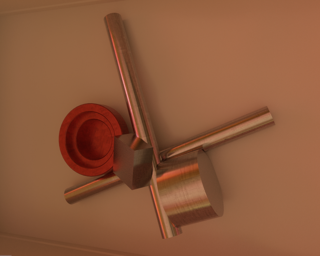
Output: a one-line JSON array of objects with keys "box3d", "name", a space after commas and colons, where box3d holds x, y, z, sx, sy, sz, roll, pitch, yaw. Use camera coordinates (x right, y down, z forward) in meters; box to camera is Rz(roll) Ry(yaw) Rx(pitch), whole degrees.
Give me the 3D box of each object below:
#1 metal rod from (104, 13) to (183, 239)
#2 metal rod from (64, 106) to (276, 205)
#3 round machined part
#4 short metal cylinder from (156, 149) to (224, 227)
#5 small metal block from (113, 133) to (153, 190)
[{"box3d": [-0.026, -0.013, 0.398, 0.025, 0.025, 0.299, -20, 76, 18], "name": "metal rod"}, {"box3d": [-0.001, 0.043, 0.408, 0.300, 0.025, 0.025, -24, 82, 18], "name": "metal rod"}, {"box3d": [-0.086, 0.016, 0.430, 0.098, 0.042, 0.097, 0, 90, 19], "name": "round machined part"}, {"box3d": [0.037, 0.071, 0.366, 0.050, 0.080, 0.080, -21, 83, 18], "name": "short metal cylinder"}, {"box3d": [-0.034, 0.039, 0.376, 0.050, 0.025, 0.050, 29, 120, 50], "name": "small metal block"}]
